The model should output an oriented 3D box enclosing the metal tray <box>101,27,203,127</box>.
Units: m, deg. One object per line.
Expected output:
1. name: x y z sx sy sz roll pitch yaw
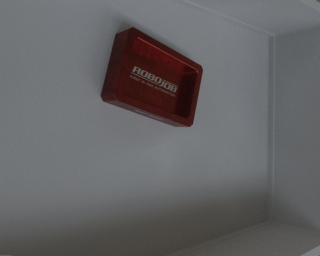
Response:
1. metal tray: -0.004 -0.060 0.401 0.131 0.030 0.090 19 78 -39
